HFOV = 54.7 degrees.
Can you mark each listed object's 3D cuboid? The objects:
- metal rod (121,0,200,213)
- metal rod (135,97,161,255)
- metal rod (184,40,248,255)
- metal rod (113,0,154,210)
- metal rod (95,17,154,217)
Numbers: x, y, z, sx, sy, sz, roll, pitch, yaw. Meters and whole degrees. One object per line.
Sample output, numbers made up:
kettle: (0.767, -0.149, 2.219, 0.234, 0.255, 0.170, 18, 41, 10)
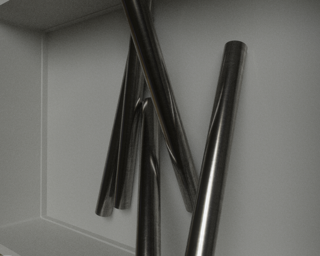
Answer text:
metal rod: (0.001, -0.042, 0.331, 0.025, 0.025, 0.298, -3, 112, 40)
metal rod: (-0.012, 0.086, 0.330, 0.025, 0.025, 0.300, -32, 43, 35)
metal rod: (0.049, 0.048, 0.289, 0.025, 0.025, 0.299, -4, 63, 40)
metal rod: (-0.038, -0.031, 0.422, 0.025, 0.025, 0.298, 17, 106, 38)
metal rod: (-0.054, -0.011, 0.451, 0.025, 0.025, 0.298, 22, 104, 38)
